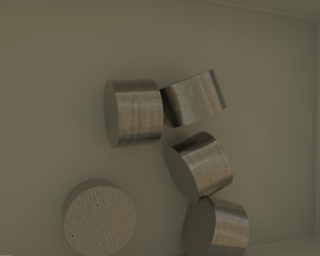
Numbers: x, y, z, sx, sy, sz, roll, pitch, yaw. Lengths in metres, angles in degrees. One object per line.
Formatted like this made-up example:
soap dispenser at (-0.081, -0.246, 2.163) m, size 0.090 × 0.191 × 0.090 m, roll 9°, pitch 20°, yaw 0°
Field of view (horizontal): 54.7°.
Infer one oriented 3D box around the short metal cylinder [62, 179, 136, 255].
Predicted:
short metal cylinder at (-0.074, 0.105, 0.371) m, size 0.081 × 0.050 × 0.079 m, roll 0°, pitch 90°, yaw -21°

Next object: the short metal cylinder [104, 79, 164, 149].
short metal cylinder at (-0.034, -0.018, 0.370) m, size 0.050 × 0.080 × 0.079 m, roll -6°, pitch 92°, yaw -20°

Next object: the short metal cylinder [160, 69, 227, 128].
short metal cylinder at (0.039, -0.038, 0.397) m, size 0.081 × 0.080 × 0.050 m, roll -24°, pitch 98°, yaw -19°

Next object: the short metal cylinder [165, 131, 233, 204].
short metal cylinder at (0.048, 0.050, 0.400) m, size 0.050 × 0.080 × 0.080 m, roll -24°, pitch 99°, yaw -19°

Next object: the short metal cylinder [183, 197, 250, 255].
short metal cylinder at (0.072, 0.134, 0.409) m, size 0.050 × 0.080 × 0.080 m, roll 18°, pitch 84°, yaw -20°
